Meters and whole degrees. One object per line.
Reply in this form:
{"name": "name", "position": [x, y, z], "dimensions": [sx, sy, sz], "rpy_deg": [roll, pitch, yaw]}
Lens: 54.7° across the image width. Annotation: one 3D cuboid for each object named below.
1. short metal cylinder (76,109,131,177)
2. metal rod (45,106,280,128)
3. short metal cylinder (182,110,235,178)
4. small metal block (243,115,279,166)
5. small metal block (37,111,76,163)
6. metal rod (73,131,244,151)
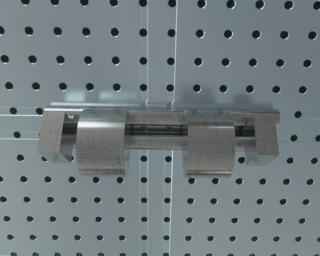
{"name": "short metal cylinder", "position": [-0.063, 0.017, 0.366], "dimensions": [0.050, 0.080, 0.079], "rpy_deg": [1, 110, 0]}
{"name": "metal rod", "position": [0.003, -0.015, 0.408], "dimensions": [0.302, 0.025, 0.025], "rpy_deg": [1, 110, -1]}
{"name": "short metal cylinder", "position": [0.055, 0.019, 0.368], "dimensions": [0.050, 0.080, 0.079], "rpy_deg": [1, 110, 0]}
{"name": "small metal block", "position": [0.123, 0.016, 0.383], "dimensions": [0.025, 0.050, 0.050], "rpy_deg": [1, 69, 0]}
{"name": "small metal block", "position": [-0.125, 0.013, 0.380], "dimensions": [0.025, 0.050, 0.050], "rpy_deg": [1, 68, 0]}
{"name": "metal rod", "position": [0.000, 0.018, 0.420], "dimensions": [0.302, 0.025, 0.025], "rpy_deg": [1, 110, -1]}
